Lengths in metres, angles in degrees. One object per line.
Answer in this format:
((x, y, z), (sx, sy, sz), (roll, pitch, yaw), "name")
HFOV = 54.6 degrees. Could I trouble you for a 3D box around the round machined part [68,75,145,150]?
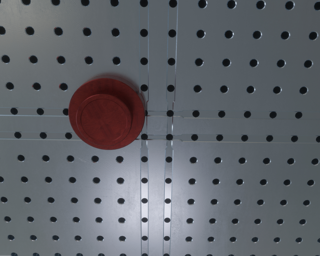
((-0.069, -0.016, 0.398), (0.099, 0.042, 0.097), (0, 110, 0), "round machined part")
